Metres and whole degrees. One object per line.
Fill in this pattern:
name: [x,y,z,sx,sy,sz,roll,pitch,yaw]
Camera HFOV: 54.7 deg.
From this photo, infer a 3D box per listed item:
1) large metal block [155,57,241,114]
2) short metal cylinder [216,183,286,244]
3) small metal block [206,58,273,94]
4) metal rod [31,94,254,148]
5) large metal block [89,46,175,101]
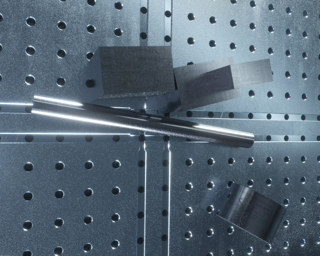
large metal block: [0.043,-0.053,0.400,0.081,0.080,0.050,-15,95,-20]
short metal cylinder: [0.126,0.118,0.432,0.080,0.080,0.050,32,80,-18]
small metal block: [0.088,-0.058,0.348,0.050,0.050,0.025,-13,95,-20]
metal rod: [-0.007,-0.005,0.411,0.302,0.025,0.025,9,87,-20]
large metal block: [-0.037,-0.063,0.371,0.081,0.080,0.050,-6,92,-20]
